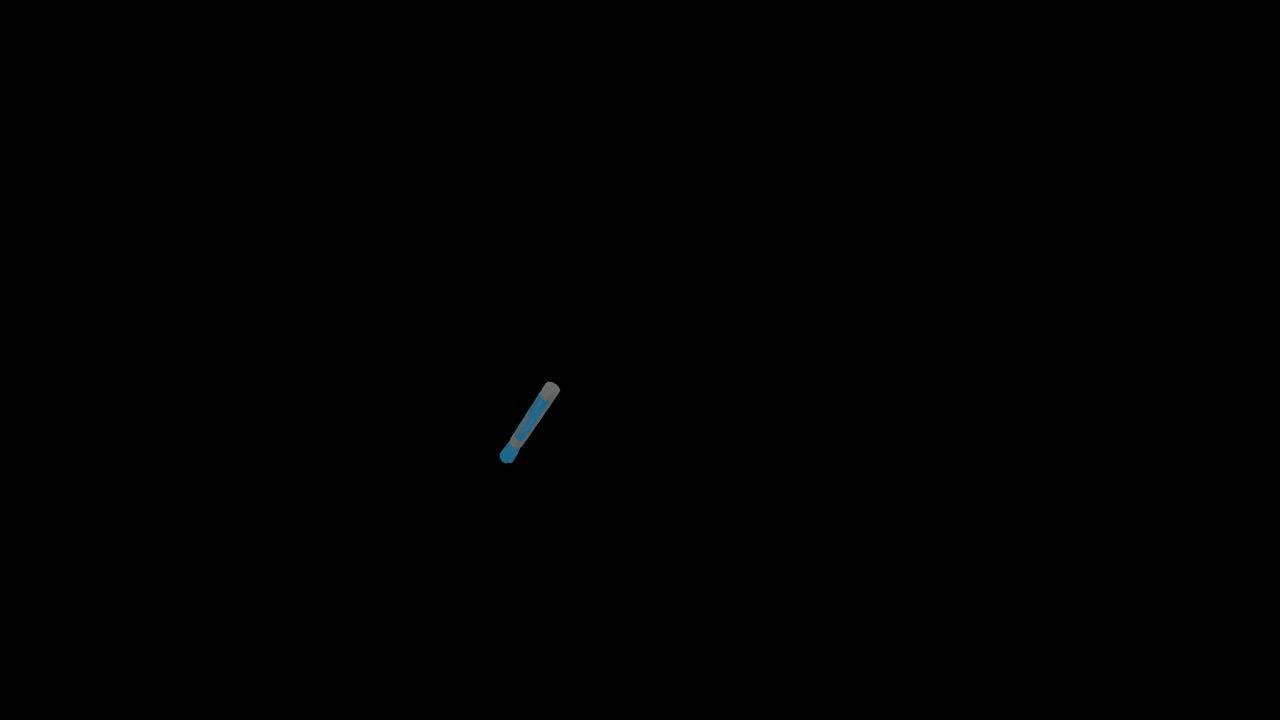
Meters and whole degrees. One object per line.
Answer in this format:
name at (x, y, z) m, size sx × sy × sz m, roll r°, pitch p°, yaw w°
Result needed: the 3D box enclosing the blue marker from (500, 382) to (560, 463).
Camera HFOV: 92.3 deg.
blue marker at (-0.131, 0.076, 0.718) m, size 0.020 × 0.121 × 0.020 m, roll 30°, pitch 22°, yaw -14°
